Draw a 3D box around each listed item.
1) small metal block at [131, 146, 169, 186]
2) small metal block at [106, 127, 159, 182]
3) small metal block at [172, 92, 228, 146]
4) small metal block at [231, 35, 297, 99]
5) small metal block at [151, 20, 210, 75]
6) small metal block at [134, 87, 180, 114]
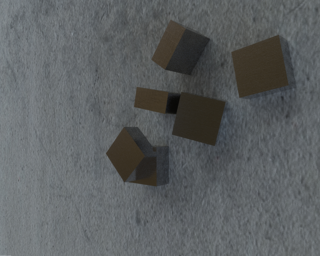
[{"bbox_3d":[-0.016,0.049,0.416,0.050,0.025,0.050,0,90,39],"label":"small metal block"},{"bbox_3d":[-0.037,0.034,0.401,0.050,0.025,0.050,52,120,27],"label":"small metal block"},{"bbox_3d":[0.046,-0.012,0.355,0.050,0.025,0.050,15,100,16],"label":"small metal block"},{"bbox_3d":[0.106,-0.060,0.317,0.050,0.025,0.050,-13,82,39],"label":"small metal block"},{"bbox_3d":[0.025,-0.093,0.367,0.025,0.050,0.050,42,115,31],"label":"small metal block"},{"bbox_3d":[0.005,-0.033,0.383,0.050,0.050,0.025,15,100,39],"label":"small metal block"}]
